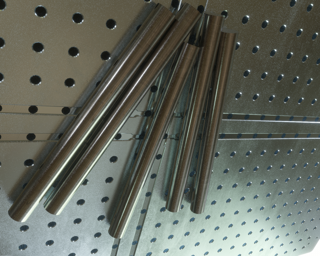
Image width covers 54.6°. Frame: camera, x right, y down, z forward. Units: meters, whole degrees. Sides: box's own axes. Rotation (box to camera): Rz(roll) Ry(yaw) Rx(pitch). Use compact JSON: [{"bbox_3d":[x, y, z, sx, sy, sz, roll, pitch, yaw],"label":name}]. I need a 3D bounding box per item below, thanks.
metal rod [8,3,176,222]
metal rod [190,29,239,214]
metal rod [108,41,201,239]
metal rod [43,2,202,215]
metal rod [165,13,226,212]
[{"bbox_3d":[-0.083,-0.010,0.358,0.025,0.025,0.299,31,101,-38],"label":"metal rod"},{"bbox_3d":[0.074,0.009,0.456,0.025,0.025,0.298,-10,123,-23],"label":"metal rod"},{"bbox_3d":[-0.015,0.030,0.421,0.025,0.025,0.298,8,114,-32],"label":"metal rod"},{"bbox_3d":[-0.051,-0.015,0.374,0.025,0.025,0.299,29,102,-38],"label":"metal rod"},{"bbox_3d":[0.043,-0.003,0.432,0.025,0.025,0.298,-5,121,-26],"label":"metal rod"}]
